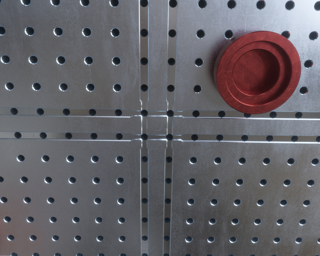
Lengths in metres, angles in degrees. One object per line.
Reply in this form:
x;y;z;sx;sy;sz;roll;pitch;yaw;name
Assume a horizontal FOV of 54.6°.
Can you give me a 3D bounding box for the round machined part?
0.115;-0.069;0.380;0.099;0.042;0.097;0;110;0;round machined part
